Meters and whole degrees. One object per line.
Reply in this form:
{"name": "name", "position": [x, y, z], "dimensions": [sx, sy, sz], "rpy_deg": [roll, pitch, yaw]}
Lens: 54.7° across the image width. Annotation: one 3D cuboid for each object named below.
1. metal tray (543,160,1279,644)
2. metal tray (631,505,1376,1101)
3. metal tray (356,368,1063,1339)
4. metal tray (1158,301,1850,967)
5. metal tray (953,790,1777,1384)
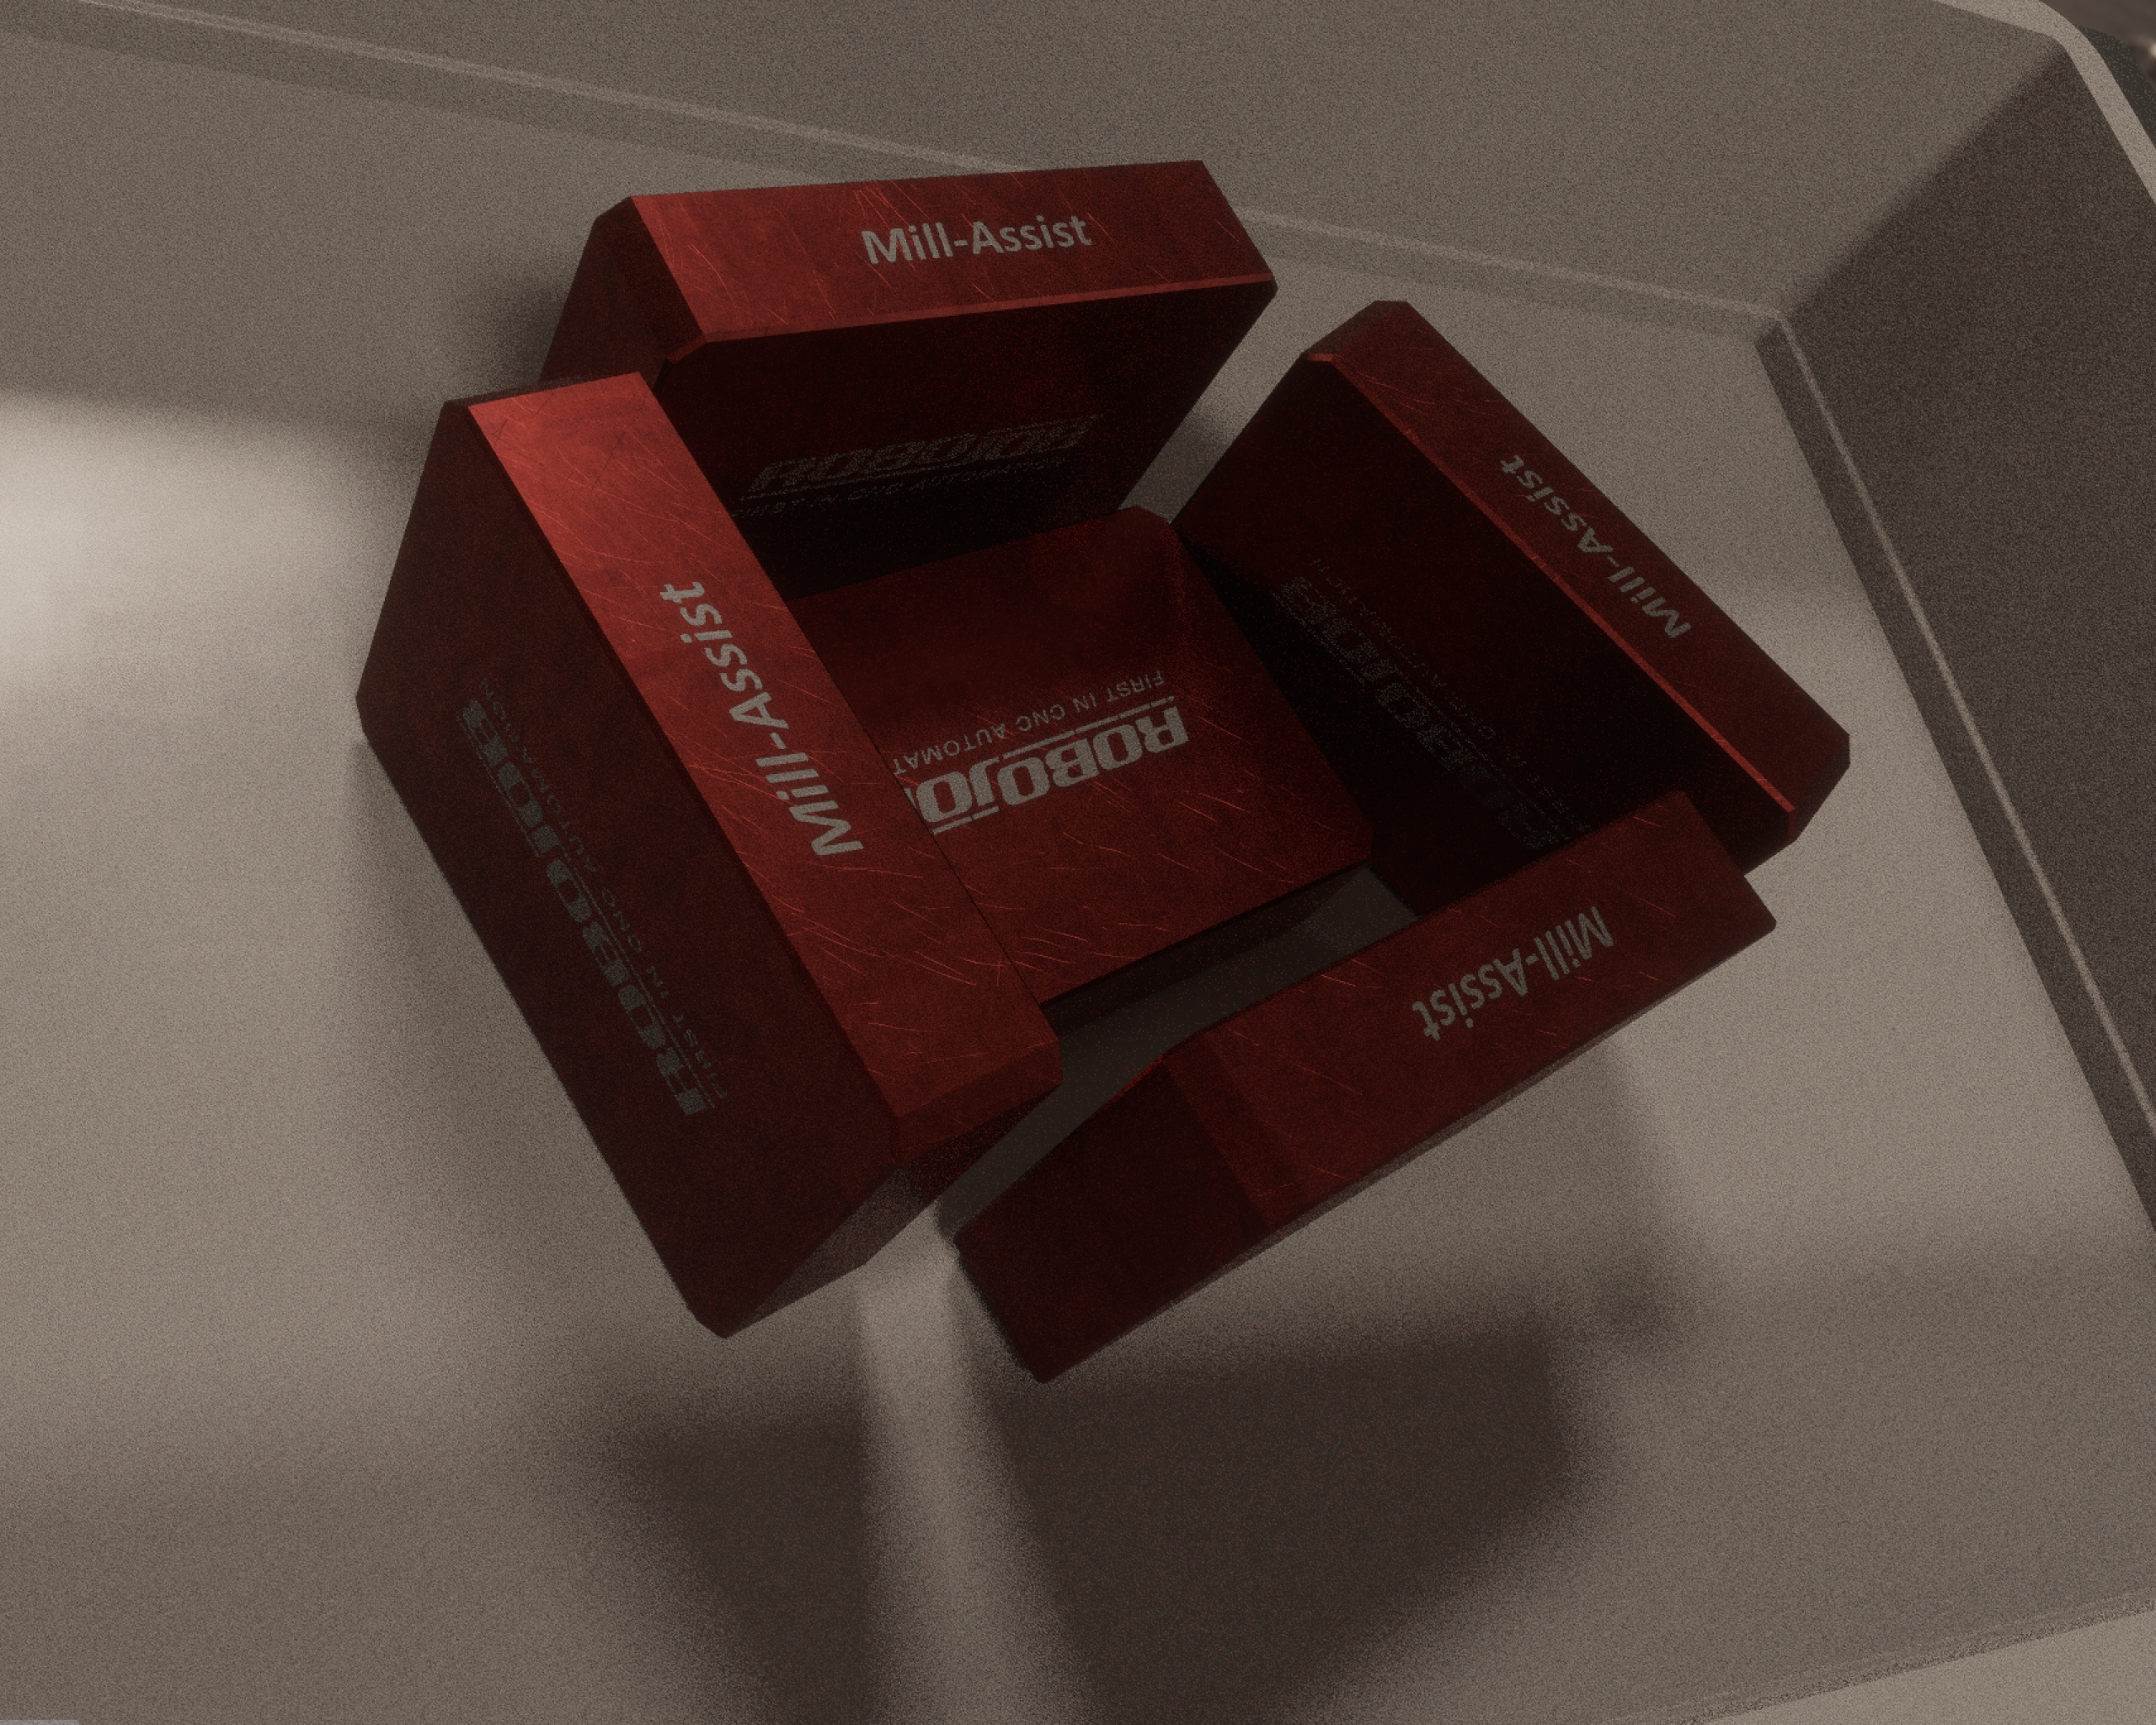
{"name": "metal tray", "position": [-0.036, -0.087, 0.396], "dimensions": [0.131, 0.090, 0.030], "rpy_deg": [-17, 71, -35]}
{"name": "metal tray", "position": [-0.016, -0.013, 0.400], "dimensions": [0.131, 0.030, 0.090], "rpy_deg": [-22, 74, -36]}
{"name": "metal tray", "position": [-0.064, 0.001, 0.327], "dimensions": [0.030, 0.090, 0.130], "rpy_deg": [-23, 75, -37]}
{"name": "metal tray", "position": [0.080, -0.039, 0.431], "dimensions": [0.130, 0.090, 0.030], "rpy_deg": [45, 52, 3]}
{"name": "metal tray", "position": [0.051, 0.038, 0.367], "dimensions": [0.131, 0.090, 0.030], "rpy_deg": [-23, 74, -36]}
